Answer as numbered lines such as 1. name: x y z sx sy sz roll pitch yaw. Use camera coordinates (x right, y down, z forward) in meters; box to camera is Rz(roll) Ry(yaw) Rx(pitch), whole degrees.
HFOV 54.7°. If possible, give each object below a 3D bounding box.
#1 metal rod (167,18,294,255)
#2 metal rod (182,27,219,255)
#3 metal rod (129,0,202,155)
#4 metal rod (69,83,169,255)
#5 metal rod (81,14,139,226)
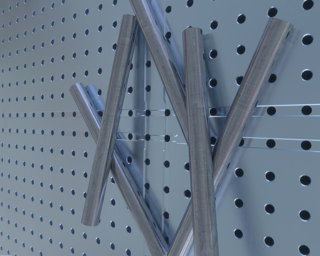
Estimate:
1. metal rod: 0.071 0.029 0.349 0.025 0.025 0.298 32 110 35
2. metal rod: 0.044 0.029 0.340 0.025 0.025 0.299 -13 72 39
3. metal rod: -0.001 -0.103 0.408 0.025 0.025 0.299 -33 70 35
4. metal rod: -0.068 0.050 0.463 0.025 0.025 0.299 -46 63 30
5. metal rod: -0.070 -0.011 0.441 0.025 0.025 0.298 11 90 39
